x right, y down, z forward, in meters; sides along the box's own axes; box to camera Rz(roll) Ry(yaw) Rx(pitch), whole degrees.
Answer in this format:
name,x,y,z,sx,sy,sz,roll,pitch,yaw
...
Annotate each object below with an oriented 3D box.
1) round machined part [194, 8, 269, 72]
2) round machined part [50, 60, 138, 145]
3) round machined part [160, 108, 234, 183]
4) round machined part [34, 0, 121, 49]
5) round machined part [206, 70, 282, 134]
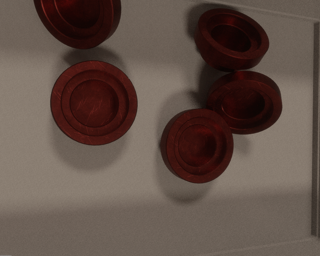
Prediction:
name,x,y,z,sx,sy,sz,roll,pitch,yaw
round machined part,0.093,-0.114,0.421,0.099,0.042,0.098,7,55,-10
round machined part,-0.080,-0.029,0.373,0.099,0.042,0.097,0,90,-21
round machined part,0.046,0.023,0.420,0.099,0.042,0.097,0,90,-20
round machined part,-0.088,-0.143,0.350,0.098,0.098,0.042,49,37,-14
round machined part,0.114,-0.039,0.426,0.098,0.098,0.042,32,44,-18
